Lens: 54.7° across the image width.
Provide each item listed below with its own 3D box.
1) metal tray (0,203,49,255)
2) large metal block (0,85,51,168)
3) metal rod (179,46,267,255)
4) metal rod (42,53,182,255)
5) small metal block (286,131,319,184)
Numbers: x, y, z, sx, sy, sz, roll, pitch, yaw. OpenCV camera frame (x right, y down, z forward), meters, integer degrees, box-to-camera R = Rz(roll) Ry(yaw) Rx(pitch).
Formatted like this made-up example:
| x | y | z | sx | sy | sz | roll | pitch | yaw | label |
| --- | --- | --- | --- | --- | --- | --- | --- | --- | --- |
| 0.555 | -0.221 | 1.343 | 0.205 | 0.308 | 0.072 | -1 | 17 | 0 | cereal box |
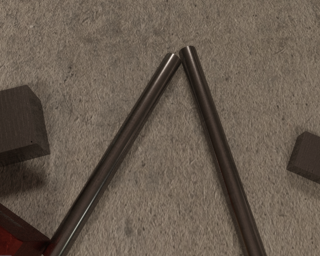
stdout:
| x | y | z | sx | sy | sz | roll | pitch | yaw | label |
| --- | --- | --- | --- | --- | --- | --- | --- | --- | --- |
| -0.191 | 0.099 | 0.335 | 0.130 | 0.090 | 0.030 | 31 | 73 | 10 | metal tray |
| -0.194 | 0.000 | 0.392 | 0.081 | 0.050 | 0.080 | -15 | 71 | -6 | large metal block |
| 0.076 | 0.025 | 0.400 | 0.025 | 0.025 | 0.299 | -13 | 71 | -5 | metal rod |
| -0.052 | 0.025 | 0.398 | 0.025 | 0.025 | 0.300 | 27 | 72 | 9 | metal rod |
| 0.198 | 0.039 | 0.396 | 0.050 | 0.025 | 0.050 | 24 | 72 | 8 | small metal block |
